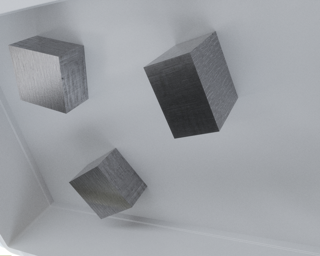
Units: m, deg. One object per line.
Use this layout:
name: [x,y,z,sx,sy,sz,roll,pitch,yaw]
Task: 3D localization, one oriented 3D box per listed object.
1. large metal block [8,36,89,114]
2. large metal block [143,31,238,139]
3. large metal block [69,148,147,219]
large metal block: [-0.150,-0.075,0.425,0.080,0.050,0.079,16,125,19]
large metal block: [0.037,-0.046,0.325,0.050,0.080,0.080,-11,113,33]
large metal block: [-0.082,0.089,0.491,0.080,0.050,0.080,-30,102,38]
